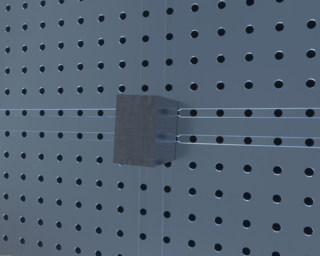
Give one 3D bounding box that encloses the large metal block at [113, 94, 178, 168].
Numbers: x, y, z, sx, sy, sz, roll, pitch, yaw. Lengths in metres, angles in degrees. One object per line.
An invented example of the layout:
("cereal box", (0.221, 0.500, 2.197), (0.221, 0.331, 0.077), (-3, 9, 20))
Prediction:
("large metal block", (-0.015, 0.002, 0.387), (0.050, 0.080, 0.079), (4, 91, 20))
